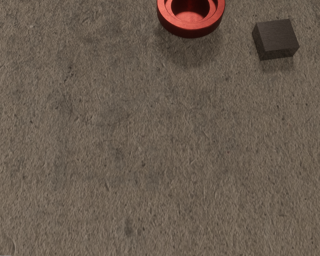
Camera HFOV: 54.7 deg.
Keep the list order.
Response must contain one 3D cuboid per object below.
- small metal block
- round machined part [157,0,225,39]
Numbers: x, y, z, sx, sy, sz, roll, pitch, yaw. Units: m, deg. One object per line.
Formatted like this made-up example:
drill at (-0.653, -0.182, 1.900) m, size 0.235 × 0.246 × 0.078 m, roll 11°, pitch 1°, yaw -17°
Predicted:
small metal block at (0.170, -0.131, 0.458) m, size 0.050 × 0.025 × 0.050 m, roll -8°, pitch 70°, yaw -4°
round machined part at (0.045, -0.174, 0.463) m, size 0.099 × 0.042 × 0.098 m, roll 0°, pitch 70°, yaw 0°
